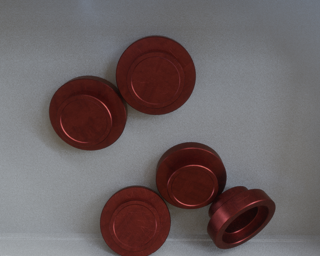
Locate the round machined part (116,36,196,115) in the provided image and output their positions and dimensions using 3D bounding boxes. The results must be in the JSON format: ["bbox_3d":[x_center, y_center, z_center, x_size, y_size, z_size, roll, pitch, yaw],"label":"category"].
[{"bbox_3d":[-0.005,-0.062,0.379,0.099,0.042,0.097,0,110,0],"label":"round machined part"}]

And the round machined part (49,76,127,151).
[{"bbox_3d":[-0.093,-0.015,0.396,0.099,0.042,0.097,0,110,0],"label":"round machined part"}]

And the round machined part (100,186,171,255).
[{"bbox_3d":[-0.034,0.131,0.430,0.099,0.042,0.097,0,85,-3],"label":"round machined part"}]

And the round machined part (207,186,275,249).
[{"bbox_3d":[0.107,0.120,0.432,0.099,0.042,0.097,-16,132,-19],"label":"round machined part"}]

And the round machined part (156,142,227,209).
[{"bbox_3d":[0.043,0.072,0.429,0.099,0.042,0.097,0,110,0],"label":"round machined part"}]
